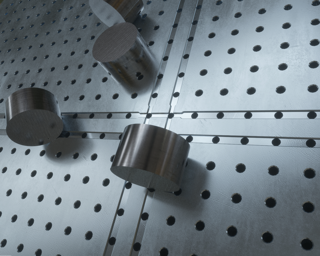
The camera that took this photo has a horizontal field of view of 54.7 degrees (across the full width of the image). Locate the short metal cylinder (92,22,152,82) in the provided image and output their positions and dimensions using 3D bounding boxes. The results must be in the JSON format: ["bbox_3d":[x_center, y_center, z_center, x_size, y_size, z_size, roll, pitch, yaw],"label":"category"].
[{"bbox_3d":[-0.060,-0.121,0.496,0.080,0.050,0.080,-13,56,20],"label":"short metal cylinder"}]

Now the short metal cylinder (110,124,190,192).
[{"bbox_3d":[-0.010,0.036,0.355,0.080,0.080,0.050,3,64,29],"label":"short metal cylinder"}]

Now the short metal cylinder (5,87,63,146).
[{"bbox_3d":[-0.197,-0.016,0.484,0.080,0.080,0.050,-32,52,7],"label":"short metal cylinder"}]

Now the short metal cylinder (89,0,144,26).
[{"bbox_3d":[-0.076,-0.215,0.543,0.080,0.080,0.050,25,75,36],"label":"short metal cylinder"}]
